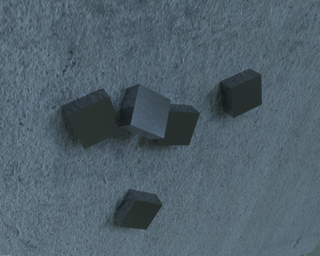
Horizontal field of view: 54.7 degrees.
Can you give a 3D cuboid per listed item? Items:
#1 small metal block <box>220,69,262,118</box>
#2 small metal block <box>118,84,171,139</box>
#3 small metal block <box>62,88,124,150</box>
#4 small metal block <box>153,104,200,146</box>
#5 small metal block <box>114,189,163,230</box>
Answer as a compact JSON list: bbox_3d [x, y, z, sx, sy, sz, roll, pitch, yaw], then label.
[{"bbox_3d":[0.116,-0.049,0.439,0.050,0.025,0.050,-25,128,-13],"label":"small metal block"},{"bbox_3d":[-0.017,-0.018,0.370,0.050,0.025,0.050,24,69,-37],"label":"small metal block"},{"bbox_3d":[-0.077,-0.011,0.358,0.050,0.025,0.050,-26,128,-12],"label":"small metal block"},{"bbox_3d":[0.019,-0.004,0.415,0.050,0.025,0.050,2,118,-29],"label":"small metal block"},{"bbox_3d":[-0.033,0.123,0.465,0.050,0.025,0.050,20,108,-36],"label":"small metal block"}]
